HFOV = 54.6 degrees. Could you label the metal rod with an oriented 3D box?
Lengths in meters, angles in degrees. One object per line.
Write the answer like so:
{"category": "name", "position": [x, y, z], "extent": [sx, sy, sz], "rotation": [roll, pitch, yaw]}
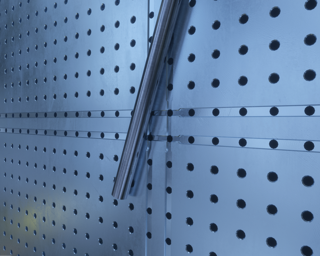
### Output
{"category": "metal rod", "position": [-0.020, -0.040, 0.426], "extent": [0.025, 0.025, 0.298], "rotation": [26, 106, 37]}
